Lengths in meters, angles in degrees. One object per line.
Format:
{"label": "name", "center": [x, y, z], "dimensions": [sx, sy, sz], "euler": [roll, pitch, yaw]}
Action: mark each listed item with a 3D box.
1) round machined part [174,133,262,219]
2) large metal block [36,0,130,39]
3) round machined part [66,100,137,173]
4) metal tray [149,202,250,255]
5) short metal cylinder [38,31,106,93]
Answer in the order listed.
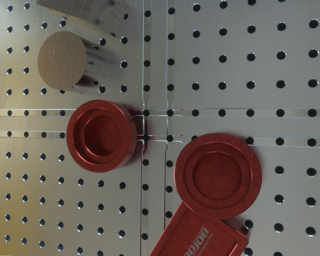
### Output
{"label": "round machined part", "center": [0.068, 0.057, 0.370], "dimensions": [0.098, 0.042, 0.098], "euler": [-2, 76, 10]}
{"label": "large metal block", "center": [-0.101, -0.167, 0.419], "dimensions": [0.080, 0.080, 0.050], "euler": [23, 98, 18]}
{"label": "round machined part", "center": [-0.077, 0.011, 0.431], "dimensions": [0.098, 0.042, 0.097], "euler": [0, 90, 20]}
{"label": "metal tray", "center": [0.042, 0.161, 0.394], "dimensions": [0.090, 0.030, 0.129], "euler": [32, 100, 17]}
{"label": "short metal cylinder", "center": [-0.125, -0.092, 0.443], "dimensions": [0.080, 0.050, 0.080], "euler": [0, 90, 20]}
